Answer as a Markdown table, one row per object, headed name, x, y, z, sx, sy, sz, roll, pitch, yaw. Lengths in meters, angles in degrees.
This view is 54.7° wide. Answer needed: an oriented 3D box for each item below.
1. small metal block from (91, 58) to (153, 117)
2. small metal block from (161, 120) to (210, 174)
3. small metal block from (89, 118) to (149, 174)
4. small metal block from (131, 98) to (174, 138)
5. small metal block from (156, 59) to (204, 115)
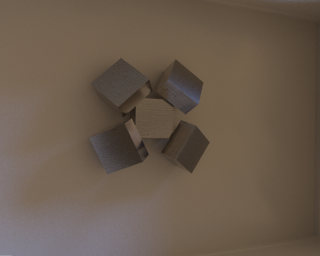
| name | x | y | z | sx | sy | sz | roll | pitch | yaw |
| --- | --- | --- | --- | --- | --- | --- | --- | --- | --- |
| small metal block | -0.046 | -0.050 | 0.378 | 0.050 | 0.025 | 0.050 | 40 | 75 | 23 |
| small metal block | 0.035 | 0.026 | 0.409 | 0.050 | 0.025 | 0.050 | -58 | 141 | -11 |
| small metal block | -0.049 | 0.022 | 0.378 | 0.050 | 0.025 | 0.050 | -21 | 99 | 19 |
| small metal block | -0.011 | -0.012 | 0.404 | 0.050 | 0.025 | 0.050 | 2 | 90 | -20 |
| small metal block | 0.027 | -0.054 | 0.405 | 0.050 | 0.025 | 0.050 | 37 | 41 | -17 |
